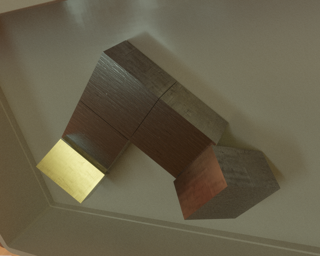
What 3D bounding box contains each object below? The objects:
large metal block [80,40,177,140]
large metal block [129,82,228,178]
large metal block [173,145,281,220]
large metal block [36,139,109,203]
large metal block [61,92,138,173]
[{"bbox_3d":[-0.040,-0.046,0.383,0.080,0.050,0.080,39,129,1],"label":"large metal block"},{"bbox_3d":[0.022,0.005,0.381,0.080,0.050,0.080,39,129,1],"label":"large metal block"},{"bbox_3d":[0.076,0.067,0.364,0.081,0.050,0.080,9,138,-31],"label":"large metal block"},{"bbox_3d":[-0.127,0.064,0.469,0.080,0.050,0.080,39,172,1],"label":"large metal block"},{"bbox_3d":[-0.079,0.002,0.434,0.080,0.050,0.080,39,129,1],"label":"large metal block"}]
